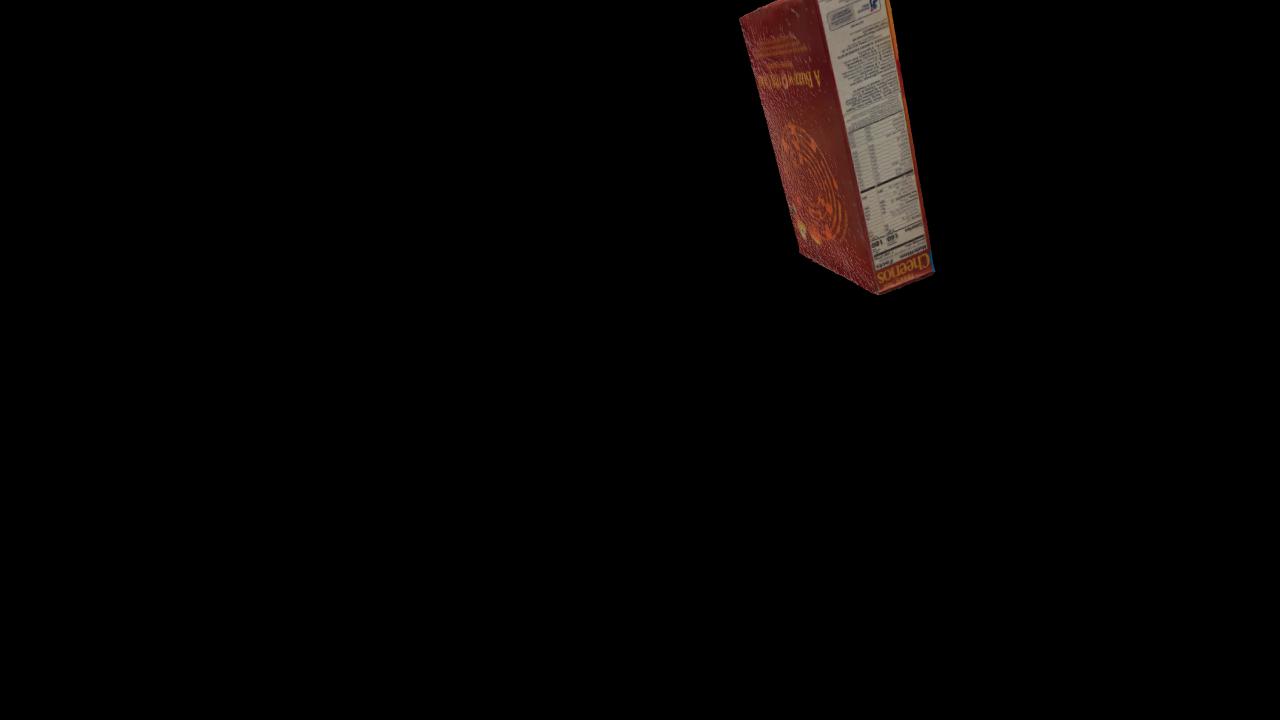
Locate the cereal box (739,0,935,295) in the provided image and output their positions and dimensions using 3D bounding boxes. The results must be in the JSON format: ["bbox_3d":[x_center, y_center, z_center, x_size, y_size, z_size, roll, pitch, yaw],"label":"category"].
[{"bbox_3d":[0.214,-0.242,0.679,0.081,0.306,0.203,-24,24,0],"label":"cereal box"}]
